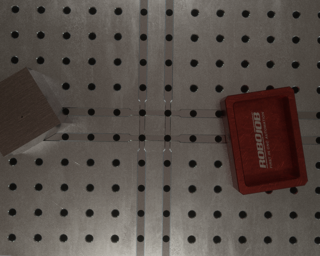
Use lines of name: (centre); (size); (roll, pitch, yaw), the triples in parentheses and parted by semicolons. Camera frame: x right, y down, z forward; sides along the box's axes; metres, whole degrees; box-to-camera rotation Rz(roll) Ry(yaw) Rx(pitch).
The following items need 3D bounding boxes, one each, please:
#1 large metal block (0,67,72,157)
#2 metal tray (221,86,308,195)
large metal block: (-0.175, -0.020, 0.399); (0.080, 0.050, 0.080); (-31, 90, 0)
metal tray: (0.137, 0.016, 0.412); (0.091, 0.030, 0.129); (-9, 90, -1)
